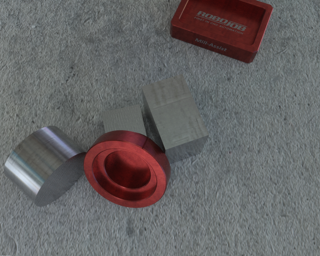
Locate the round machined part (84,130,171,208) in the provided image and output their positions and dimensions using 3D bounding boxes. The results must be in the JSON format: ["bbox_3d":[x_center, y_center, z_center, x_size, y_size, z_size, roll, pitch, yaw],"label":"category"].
[{"bbox_3d":[-0.035,0.043,0.364,0.098,0.097,0.042,17,34,6],"label":"round machined part"}]

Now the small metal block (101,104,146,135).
[{"bbox_3d":[-0.046,0.001,0.407,0.050,0.025,0.050,-12,71,-5],"label":"small metal block"}]

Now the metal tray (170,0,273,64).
[{"bbox_3d":[0.091,-0.160,0.464,0.130,0.030,0.090,21,71,7],"label":"metal tray"}]

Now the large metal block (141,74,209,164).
[{"bbox_3d":[0.016,-0.007,0.382,0.050,0.080,0.080,-19,71,-7],"label":"large metal block"}]

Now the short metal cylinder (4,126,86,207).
[{"bbox_3d":[-0.129,0.044,0.362,0.050,0.080,0.080,38,74,12],"label":"short metal cylinder"}]
